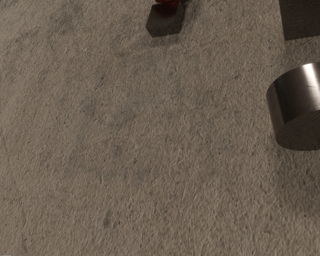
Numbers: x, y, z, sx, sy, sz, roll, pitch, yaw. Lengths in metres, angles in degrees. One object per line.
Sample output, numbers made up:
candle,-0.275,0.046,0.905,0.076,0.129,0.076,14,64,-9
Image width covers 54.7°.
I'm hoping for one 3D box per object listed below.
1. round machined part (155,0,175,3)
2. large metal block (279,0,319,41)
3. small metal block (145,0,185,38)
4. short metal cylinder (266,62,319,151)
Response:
round machined part,0.018,-0.242,0.516,0.098,0.042,0.098,-14,34,10
large metal block,0.187,-0.156,0.366,0.080,0.080,0.050,-3,61,26
small metal block,0.009,-0.179,0.507,0.050,0.025,0.050,-1,61,27
short metal cylinder,0.150,-0.018,0.301,0.080,0.080,0.050,-13,56,20
